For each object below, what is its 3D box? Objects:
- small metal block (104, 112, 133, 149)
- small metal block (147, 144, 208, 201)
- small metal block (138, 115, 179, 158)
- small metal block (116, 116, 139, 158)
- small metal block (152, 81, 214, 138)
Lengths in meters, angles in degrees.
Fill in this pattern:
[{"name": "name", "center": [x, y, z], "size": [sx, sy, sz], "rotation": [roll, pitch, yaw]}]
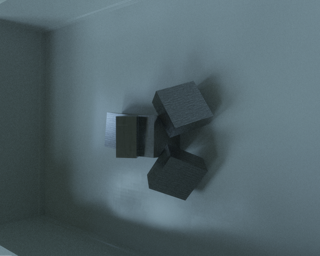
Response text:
[{"name": "small metal block", "center": [-0.052, 0.005, 0.444], "size": [0.050, 0.025, 0.050], "rotation": [9, 95, 39]}, {"name": "small metal block", "center": [0.020, 0.053, 0.367], "size": [0.050, 0.050, 0.025], "rotation": [-58, 22, 23]}, {"name": "small metal block", "center": [-0.001, 0.010, 0.387], "size": [0.025, 0.050, 0.050], "rotation": [1, 91, 40]}, {"name": "small metal block", "center": [-0.036, 0.009, 0.393], "size": [0.025, 0.050, 0.050], "rotation": [1, 94, 8]}, {"name": "small metal block", "center": [0.026, -0.023, 0.362], "size": [0.050, 0.050, 0.025], "rotation": [64, 157, 20]}]
